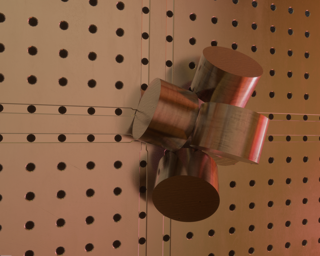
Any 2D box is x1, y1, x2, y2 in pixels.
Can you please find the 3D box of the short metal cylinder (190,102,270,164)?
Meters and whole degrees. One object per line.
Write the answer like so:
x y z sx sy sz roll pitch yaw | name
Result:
0.080 0.007 0.359 0.081 0.080 0.050 18 84 -19 | short metal cylinder

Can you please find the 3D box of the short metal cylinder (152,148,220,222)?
0.033 0.072 0.389 0.080 0.050 0.079 3 124 5 | short metal cylinder

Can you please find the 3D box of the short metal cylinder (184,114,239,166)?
0.078 0.010 0.427 0.081 0.050 0.080 0 89 -20 | short metal cylinder

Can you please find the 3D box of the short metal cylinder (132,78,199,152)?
0.005 -0.016 0.385 0.050 0.080 0.080 20 83 -19 | short metal cylinder

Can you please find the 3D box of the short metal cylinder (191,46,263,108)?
0.086 -0.066 0.407 0.081 0.080 0.050 2 129 -20 | short metal cylinder
